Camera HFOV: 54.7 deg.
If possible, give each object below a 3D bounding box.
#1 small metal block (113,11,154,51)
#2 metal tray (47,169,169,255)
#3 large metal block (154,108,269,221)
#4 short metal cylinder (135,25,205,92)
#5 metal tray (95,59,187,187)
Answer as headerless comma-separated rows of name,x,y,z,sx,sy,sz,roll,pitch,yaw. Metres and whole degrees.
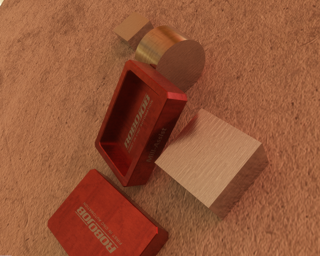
small metal block,-0.043,-0.165,0.528,0.050,0.025,0.050,-44,51,-3
metal tray,-0.065,0.118,0.362,0.130,0.030,0.090,32,79,38
large metal block,0.056,0.038,0.335,0.080,0.050,0.080,-49,52,-6
short metal cylinder,0.014,-0.090,0.417,0.080,0.080,0.050,-43,51,-1
metal tray,-0.029,-0.005,0.377,0.090,0.030,0.129,45,120,39
